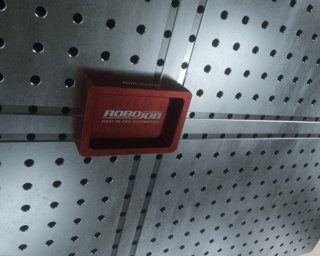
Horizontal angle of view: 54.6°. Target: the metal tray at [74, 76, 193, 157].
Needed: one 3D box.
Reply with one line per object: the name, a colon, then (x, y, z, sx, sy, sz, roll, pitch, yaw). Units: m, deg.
metal tray: (-0.032, -0.012, 0.382, 0.131, 0.030, 0.089, 0, 119, -29)
